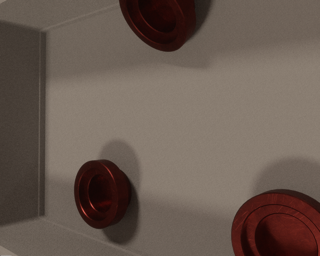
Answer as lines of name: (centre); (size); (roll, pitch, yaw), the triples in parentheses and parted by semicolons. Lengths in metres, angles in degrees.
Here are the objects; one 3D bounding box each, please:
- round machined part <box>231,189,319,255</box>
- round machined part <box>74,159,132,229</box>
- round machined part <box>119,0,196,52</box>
round machined part: (0.122, 0.107, 0.294); (0.098, 0.042, 0.097); (0, 90, 39)
round machined part: (-0.081, 0.095, 0.460); (0.098, 0.042, 0.097); (0, 90, 39)
round machined part: (0.002, -0.144, 0.370); (0.098, 0.098, 0.042); (19, 59, 38)
